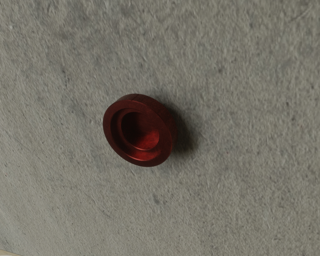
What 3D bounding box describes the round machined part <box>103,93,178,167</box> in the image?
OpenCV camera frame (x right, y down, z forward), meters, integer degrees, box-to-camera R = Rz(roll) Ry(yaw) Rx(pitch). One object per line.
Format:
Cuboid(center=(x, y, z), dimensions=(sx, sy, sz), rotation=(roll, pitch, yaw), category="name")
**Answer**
Cuboid(center=(-0.022, -0.001, 0.405), dimensions=(0.098, 0.042, 0.097), rotation=(13, 124, 20), category="round machined part")
